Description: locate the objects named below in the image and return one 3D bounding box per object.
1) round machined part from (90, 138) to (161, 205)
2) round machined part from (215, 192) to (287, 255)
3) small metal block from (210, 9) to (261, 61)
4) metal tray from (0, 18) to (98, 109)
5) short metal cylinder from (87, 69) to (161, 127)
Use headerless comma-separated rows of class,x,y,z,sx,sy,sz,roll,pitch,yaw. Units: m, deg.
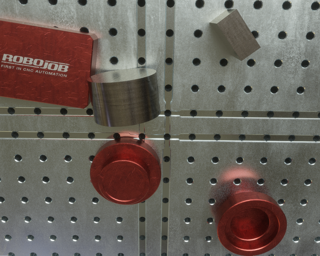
round machined part,-0.047,0.066,0.428,0.099,0.042,0.097,0,110,-1
round machined part,0.130,0.135,0.456,0.099,0.042,0.097,0,110,-1
small metal block,0.086,-0.109,0.361,0.025,0.050,0.050,-35,107,12
metal tray,-0.148,-0.079,0.380,0.131,0.030,0.089,8,110,-4
short metal cylinder,-0.042,-0.039,0.369,0.080,0.080,0.050,-5,110,1
